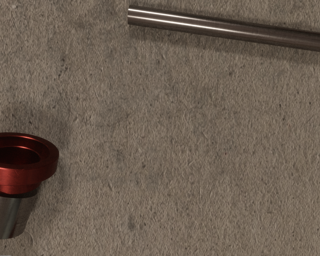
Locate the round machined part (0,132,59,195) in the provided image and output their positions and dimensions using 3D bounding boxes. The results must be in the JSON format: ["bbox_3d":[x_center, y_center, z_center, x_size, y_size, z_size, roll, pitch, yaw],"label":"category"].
[{"bbox_3d":[-0.176,0.044,0.374,0.099,0.098,0.042,15,108,-1],"label":"round machined part"}]

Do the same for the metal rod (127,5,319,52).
[{"bbox_3d":[0.109,-0.129,0.411,0.302,0.025,0.025,8,90,-1],"label":"metal rod"}]

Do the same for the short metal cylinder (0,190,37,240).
[{"bbox_3d":[-0.200,0.094,0.380,0.080,0.080,0.050,19,91,-1],"label":"short metal cylinder"}]
